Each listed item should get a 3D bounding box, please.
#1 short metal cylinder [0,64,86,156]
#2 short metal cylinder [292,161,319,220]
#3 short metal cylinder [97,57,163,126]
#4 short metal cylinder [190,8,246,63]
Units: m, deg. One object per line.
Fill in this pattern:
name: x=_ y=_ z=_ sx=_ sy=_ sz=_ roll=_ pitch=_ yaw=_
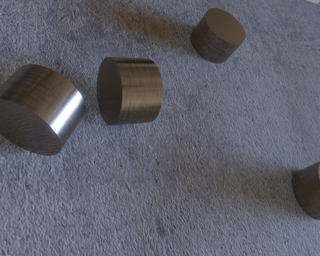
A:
short metal cylinder: x=-0.123 y=-0.017 z=0.312 sx=0.080 sy=0.080 sz=0.050 roll=30 pitch=52 yaw=-9
short metal cylinder: x=0.249 y=0.092 z=0.465 sx=0.081 sy=0.050 sz=0.080 roll=14 pitch=56 yaw=-21
short metal cylinder: x=-0.039 y=-0.044 z=0.375 sx=0.050 sy=0.080 sz=0.080 roll=-5 pitch=64 yaw=-31
short metal cylinder: x=0.100 y=-0.160 z=0.539 sx=0.081 sy=0.050 sz=0.080 roll=14 pitch=56 yaw=-21
